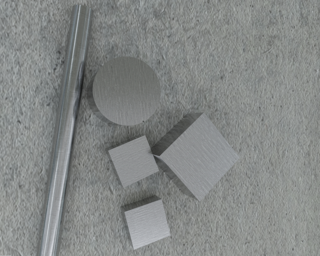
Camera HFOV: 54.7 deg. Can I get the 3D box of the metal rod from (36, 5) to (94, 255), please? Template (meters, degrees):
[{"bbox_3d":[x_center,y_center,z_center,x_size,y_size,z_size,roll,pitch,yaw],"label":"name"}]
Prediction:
[{"bbox_3d":[-0.112,0.004,0.367,0.025,0.025,0.298,8,87,-20],"label":"metal rod"}]

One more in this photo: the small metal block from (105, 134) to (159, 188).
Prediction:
[{"bbox_3d":[-0.036,0.041,0.397,0.050,0.025,0.050,-23,98,-19],"label":"small metal block"}]

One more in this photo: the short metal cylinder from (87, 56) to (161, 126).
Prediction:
[{"bbox_3d":[-0.045,-0.043,0.380,0.081,0.050,0.079,0,90,-21],"label":"short metal cylinder"}]

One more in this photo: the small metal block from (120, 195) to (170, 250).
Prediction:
[{"bbox_3d":[-0.019,0.121,0.403,0.050,0.025,0.050,-15,95,-20],"label":"small metal block"}]

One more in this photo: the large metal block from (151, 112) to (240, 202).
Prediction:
[{"bbox_3d":[0.044,0.036,0.413,0.080,0.050,0.080,-44,104,-15],"label":"large metal block"}]
